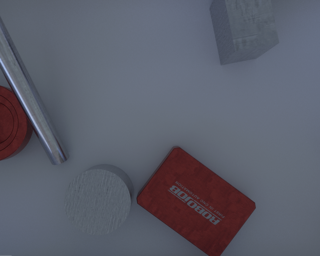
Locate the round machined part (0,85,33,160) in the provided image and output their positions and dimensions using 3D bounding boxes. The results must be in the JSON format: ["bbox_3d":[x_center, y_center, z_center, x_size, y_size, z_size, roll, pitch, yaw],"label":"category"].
[{"bbox_3d":[-0.212,-0.006,0.400,0.099,0.042,0.097,0,90,-1],"label":"round machined part"}]

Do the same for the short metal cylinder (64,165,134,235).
[{"bbox_3d":[-0.076,0.089,0.398,0.081,0.050,0.079,0,90,-1],"label":"short metal cylinder"}]

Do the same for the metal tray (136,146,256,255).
[{"bbox_3d":[0.046,0.096,0.410,0.130,0.030,0.090,37,90,-1],"label":"metal tray"}]

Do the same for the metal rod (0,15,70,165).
[{"bbox_3d":[-0.172,-0.085,0.343,0.025,0.025,0.298,-18,117,0],"label":"metal rod"}]

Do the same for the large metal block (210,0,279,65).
[{"bbox_3d":[0.101,-0.129,0.385,0.050,0.080,0.080,-11,90,0],"label":"large metal block"}]
